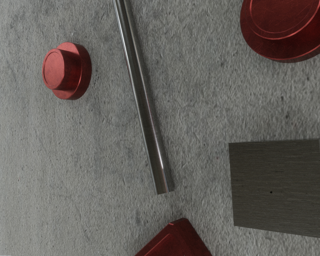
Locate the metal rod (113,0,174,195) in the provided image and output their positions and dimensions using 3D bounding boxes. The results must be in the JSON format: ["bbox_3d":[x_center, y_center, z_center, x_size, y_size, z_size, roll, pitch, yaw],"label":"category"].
[{"bbox_3d":[-0.027,-0.060,0.424,0.025,0.025,0.299,-21,77,38],"label":"metal rod"}]

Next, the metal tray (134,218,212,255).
[{"bbox_3d":[0.010,0.187,0.391,0.129,0.030,0.090,-51,61,27],"label":"metal tray"}]

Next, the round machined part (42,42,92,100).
[{"bbox_3d":[-0.163,-0.097,0.526,0.098,0.042,0.097,0,90,39],"label":"round machined part"}]

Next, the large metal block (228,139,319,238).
[{"bbox_3d":[0.116,0.051,0.293,0.080,0.050,0.080,-5,87,39],"label":"large metal block"}]

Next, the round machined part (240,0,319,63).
[{"bbox_3d":[0.121,-0.114,0.293,0.098,0.042,0.097,0,90,39],"label":"round machined part"}]
